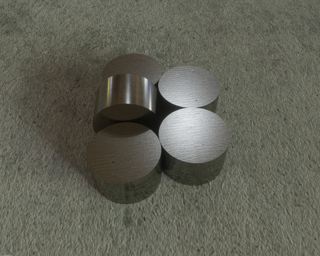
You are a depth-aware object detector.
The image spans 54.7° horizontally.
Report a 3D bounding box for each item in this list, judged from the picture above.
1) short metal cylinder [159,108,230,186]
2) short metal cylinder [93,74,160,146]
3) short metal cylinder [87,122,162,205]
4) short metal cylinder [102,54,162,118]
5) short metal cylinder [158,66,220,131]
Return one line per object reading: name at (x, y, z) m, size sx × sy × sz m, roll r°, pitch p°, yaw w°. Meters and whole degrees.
short metal cylinder at (0.039, 0.022, 0.369) m, size 0.080 × 0.050 × 0.080 m, roll 0°, pitch 51°, yaw 1°
short metal cylinder at (-0.041, -0.021, 0.386) m, size 0.081 × 0.080 × 0.050 m, roll -2°, pitch 50°, yaw -2°
short metal cylinder at (-0.038, 0.040, 0.354) m, size 0.080 × 0.050 × 0.080 m, roll 0°, pitch 50°, yaw 1°
short metal cylinder at (-0.037, -0.061, 0.439) m, size 0.080 × 0.050 × 0.080 m, roll 0°, pitch 50°, yaw 1°
short metal cylinder at (0.038, -0.040, 0.421) m, size 0.080 × 0.050 × 0.080 m, roll 0°, pitch 51°, yaw 0°
